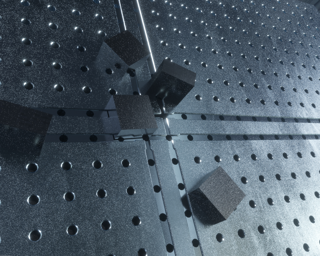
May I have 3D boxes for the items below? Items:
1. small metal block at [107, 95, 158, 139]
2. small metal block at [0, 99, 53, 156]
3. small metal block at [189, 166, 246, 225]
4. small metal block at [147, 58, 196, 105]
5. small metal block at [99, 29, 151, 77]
[{"bbox_3d":[-0.036,-0.015,0.399,0.050,0.025,0.050,-3,63,-30],"label":"small metal block"},{"bbox_3d":[-0.142,0.002,0.315,0.050,0.050,0.025,17,55,-19],"label":"small metal block"},{"bbox_3d":[0.074,0.085,0.398,0.050,0.025,0.050,49,51,6],"label":"small metal block"},{"bbox_3d":[0.016,-0.065,0.442,0.050,0.050,0.025,23,53,-15],"label":"small metal block"},{"bbox_3d":[-0.051,-0.109,0.449,0.050,0.025,0.050,46,51,3],"label":"small metal block"}]
